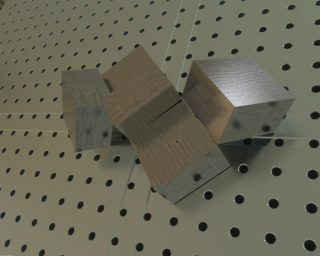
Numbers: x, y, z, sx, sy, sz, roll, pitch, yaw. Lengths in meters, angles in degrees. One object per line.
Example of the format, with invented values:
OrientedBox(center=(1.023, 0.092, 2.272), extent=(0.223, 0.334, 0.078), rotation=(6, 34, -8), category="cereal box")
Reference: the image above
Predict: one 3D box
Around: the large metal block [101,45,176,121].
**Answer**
OrientedBox(center=(-0.032, -0.059, 0.446), extent=(0.080, 0.050, 0.080), rotation=(-37, 52, 5), category="large metal block")

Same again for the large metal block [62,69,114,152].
OrientedBox(center=(-0.103, -0.026, 0.435), extent=(0.050, 0.079, 0.080), rotation=(-10, 47, -25), category="large metal block")

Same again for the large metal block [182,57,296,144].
OrientedBox(center=(0.083, -0.034, 0.343), extent=(0.081, 0.050, 0.080), rotation=(-9, 47, -26), category="large metal block")

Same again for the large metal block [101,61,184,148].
OrientedBox(center=(-0.013, -0.023, 0.394), extent=(0.080, 0.080, 0.050), rotation=(-36, 52, 4), category="large metal block")

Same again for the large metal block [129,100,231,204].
OrientedBox(center=(0.022, 0.028, 0.364), extent=(0.080, 0.050, 0.080), rotation=(-35, 50, 5), category="large metal block")
